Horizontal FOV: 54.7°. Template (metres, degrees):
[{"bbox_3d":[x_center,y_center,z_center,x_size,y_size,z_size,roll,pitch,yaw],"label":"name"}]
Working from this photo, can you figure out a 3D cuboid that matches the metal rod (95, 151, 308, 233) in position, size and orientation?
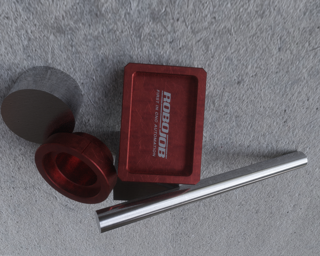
[{"bbox_3d":[0.069,0.074,0.396,0.303,0.025,0.025,-12,134,-23],"label":"metal rod"}]

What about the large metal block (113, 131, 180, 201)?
[{"bbox_3d":[-0.018,0.051,0.415,0.081,0.080,0.050,4,130,-4],"label":"large metal block"}]

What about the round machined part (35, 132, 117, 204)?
[{"bbox_3d":[-0.096,0.043,0.375,0.098,0.042,0.097,12,131,15],"label":"round machined part"}]

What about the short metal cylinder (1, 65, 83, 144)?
[{"bbox_3d":[-0.137,-0.027,0.368,0.081,0.050,0.079,0,130,0],"label":"short metal cylinder"}]

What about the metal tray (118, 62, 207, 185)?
[{"bbox_3d":[0.002,-0.004,0.352,0.091,0.030,0.129,4,90,-4],"label":"metal tray"}]
